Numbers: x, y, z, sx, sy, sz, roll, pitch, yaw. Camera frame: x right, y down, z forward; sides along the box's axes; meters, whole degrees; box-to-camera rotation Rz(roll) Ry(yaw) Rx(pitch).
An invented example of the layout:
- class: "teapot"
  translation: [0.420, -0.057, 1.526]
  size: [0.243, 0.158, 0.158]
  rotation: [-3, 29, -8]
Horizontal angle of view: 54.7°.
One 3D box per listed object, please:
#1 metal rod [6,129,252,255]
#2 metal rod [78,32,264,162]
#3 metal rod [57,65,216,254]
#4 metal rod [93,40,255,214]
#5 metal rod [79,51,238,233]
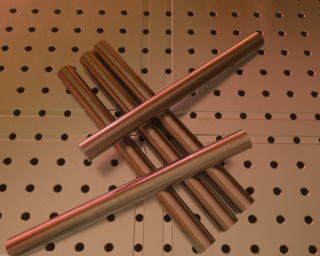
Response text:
- class: "metal rod"
  translation: [-0.035, 0.076, 0.361]
  size: [0.301, 0.025, 0.025]
  rotation: [-25, 72, -1]
- class: "metal rod"
  translation: [0.029, -0.051, 0.409]
  size: [0.302, 0.025, 0.025]
  rotation: [-34, 74, -20]
- class: "metal rod"
  translation: [-0.039, 0.030, 0.400]
  size: [0.025, 0.025, 0.300]
  rotation: [-37, 75, -13]
- class: "metal rod"
  translation: [0.009, -0.011, 0.416]
  size: [0.025, 0.025, 0.300]
  rotation: [-39, 75, -13]
- class: "metal rod"
  translation: [-0.011, 0.008, 0.408]
  size: [0.025, 0.025, 0.300]
  rotation: [-37, 75, -13]
